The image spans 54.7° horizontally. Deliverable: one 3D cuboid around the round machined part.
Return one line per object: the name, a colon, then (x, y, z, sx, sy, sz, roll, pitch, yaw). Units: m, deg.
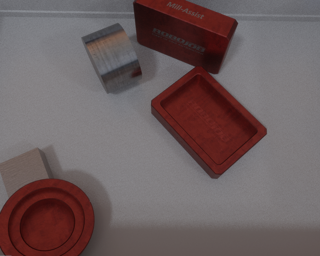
round machined part: (-0.126, 0.110, 0.349, 0.099, 0.042, 0.098, 8, 60, -13)

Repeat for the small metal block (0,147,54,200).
small metal block: (-0.164, 0.060, 0.386, 0.050, 0.025, 0.050, -25, 72, -9)

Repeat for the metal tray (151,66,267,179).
metal tray: (0.062, -0.010, 0.411, 0.090, 0.030, 0.130, -39, 75, -13)

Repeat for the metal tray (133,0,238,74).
metal tray: (0.031, -0.130, 0.422, 0.130, 0.090, 0.030, 24, 72, 8)

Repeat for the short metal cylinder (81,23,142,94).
short metal cylinder: (-0.064, -0.092, 0.413, 0.050, 0.080, 0.080, -26, 72, -9)
